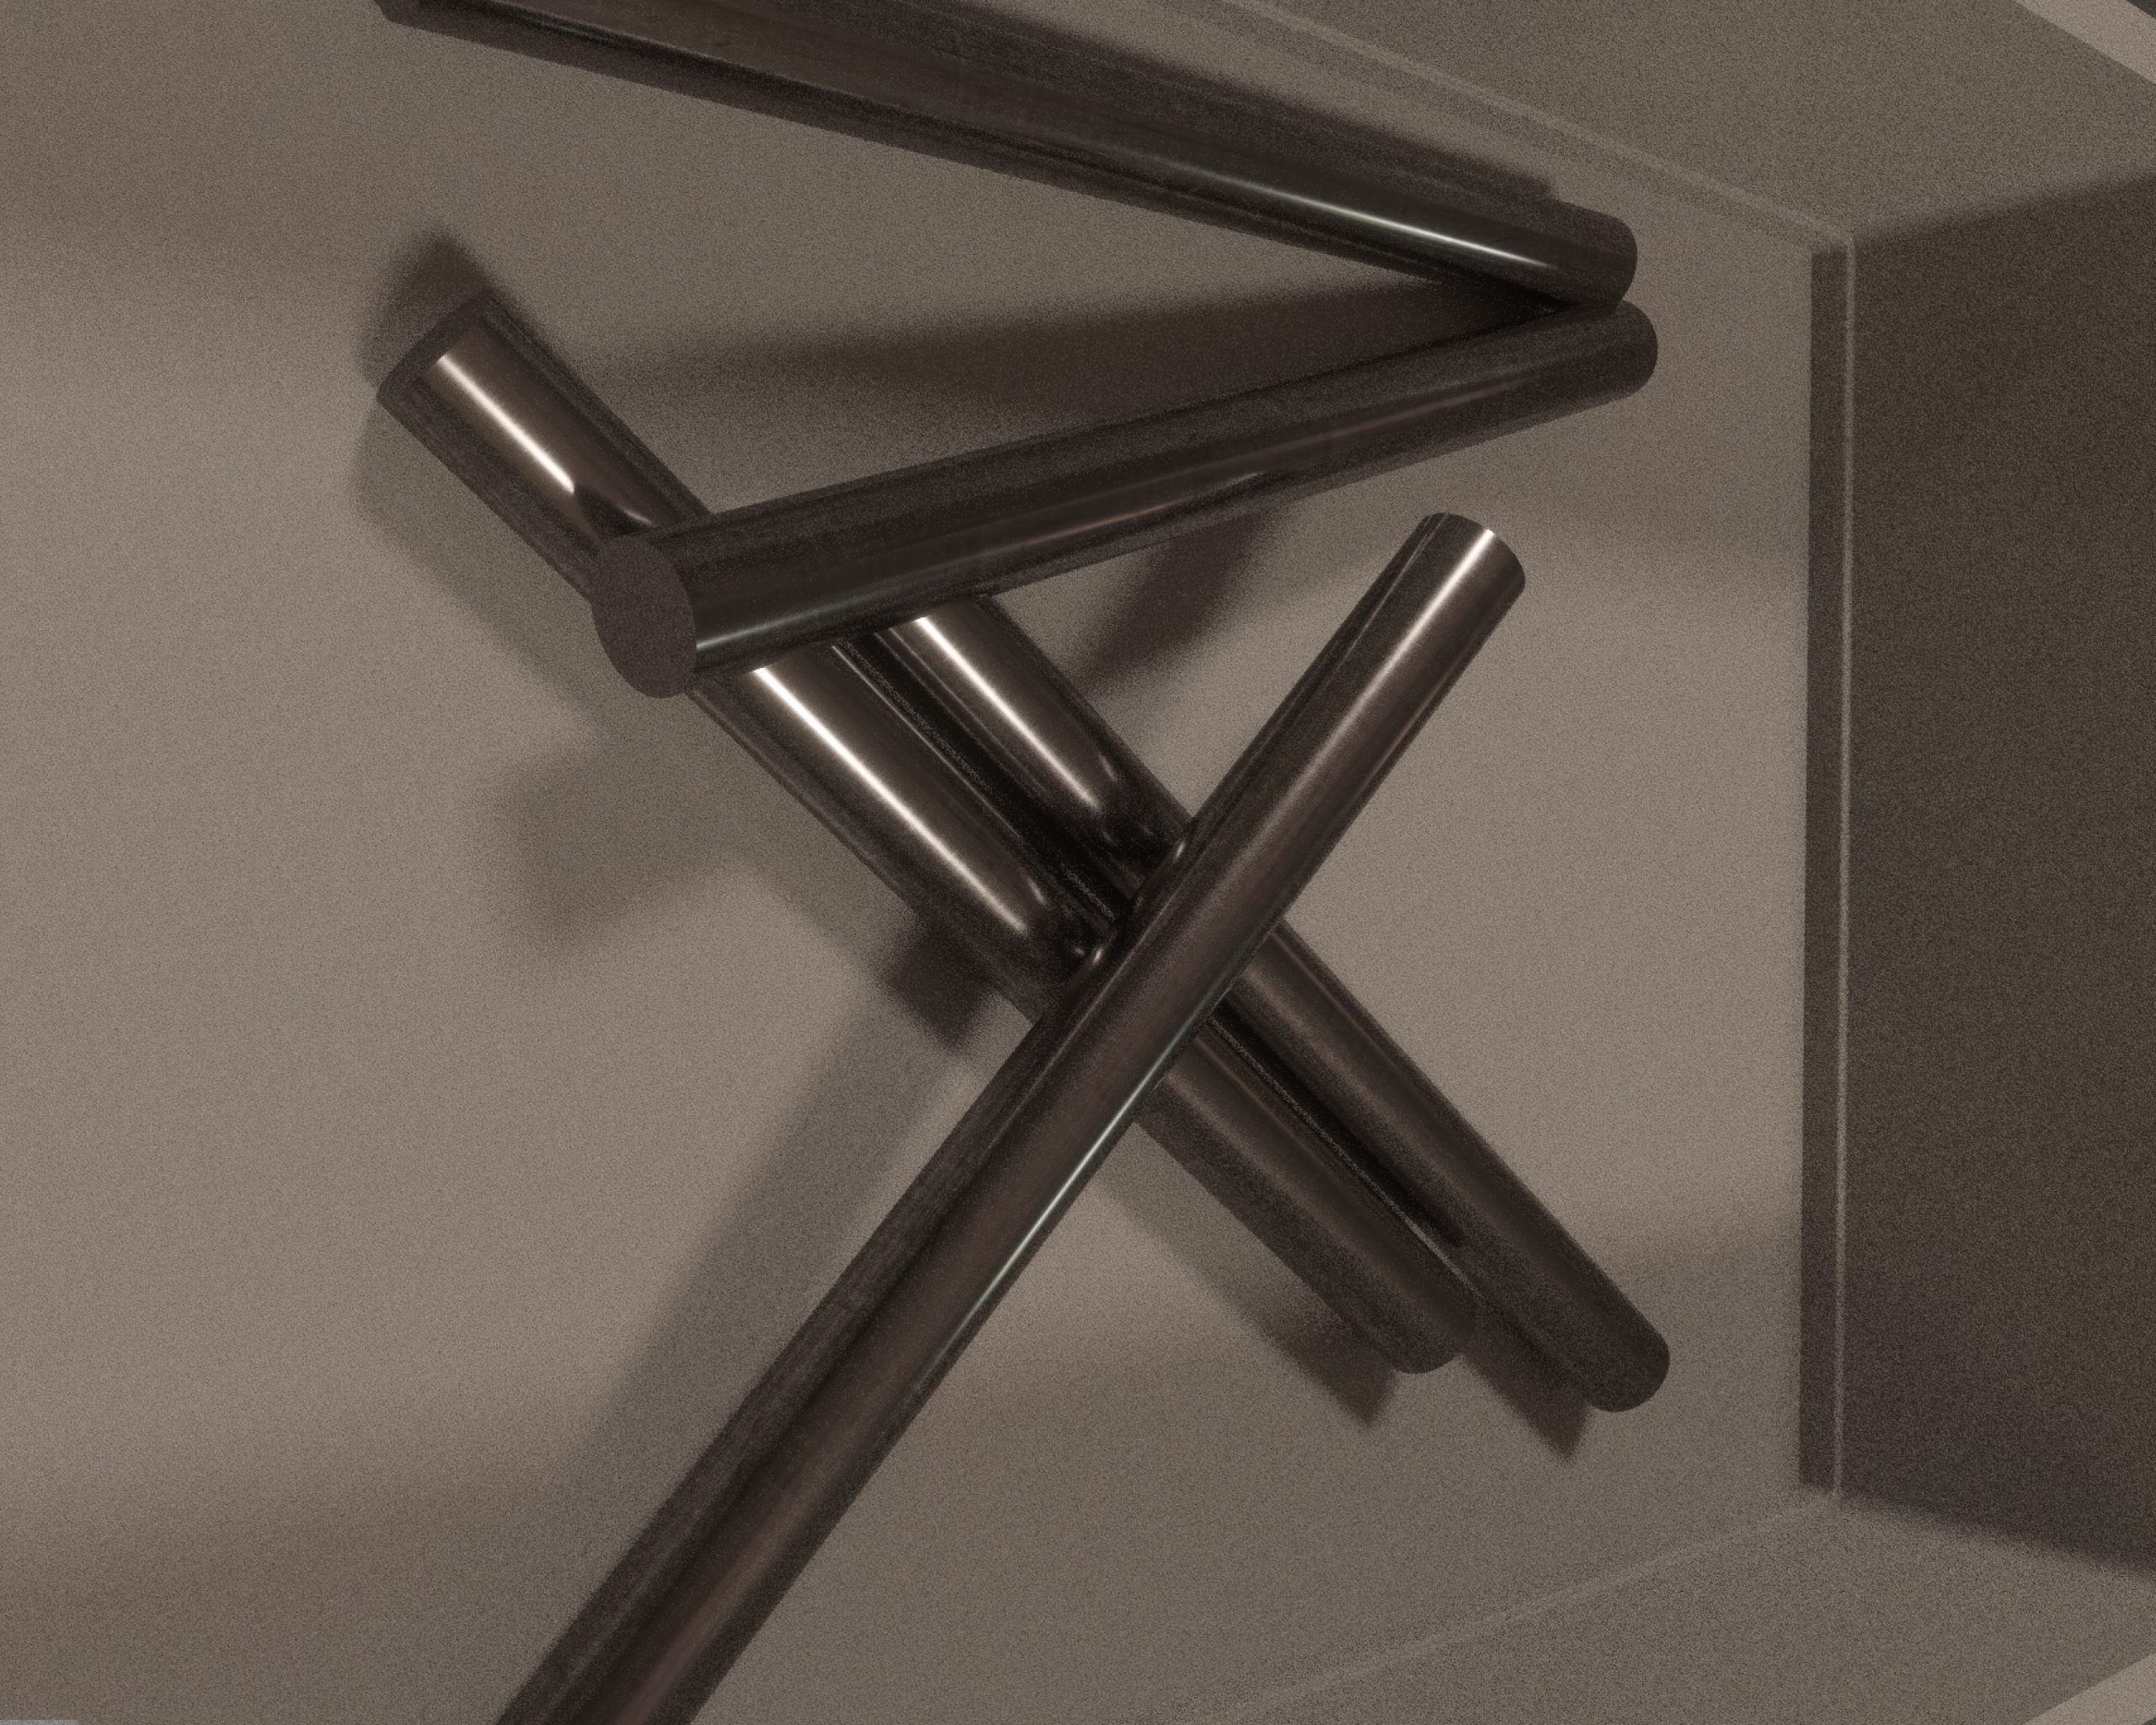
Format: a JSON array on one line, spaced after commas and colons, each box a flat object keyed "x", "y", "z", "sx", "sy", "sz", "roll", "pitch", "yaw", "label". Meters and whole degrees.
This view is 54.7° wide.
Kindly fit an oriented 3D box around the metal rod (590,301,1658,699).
[{"x": 0.034, "y": -0.082, "z": 0.416, "sx": 0.302, "sy": 0.025, "sz": 0.025, "roll": -25, "pitch": 106, "yaw": -44, "label": "metal rod"}]

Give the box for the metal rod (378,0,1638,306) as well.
[{"x": 0.012, "y": -0.144, "z": 0.417, "sx": 0.302, "sy": 0.025, "sz": 0.025, "roll": -1, "pitch": 91, "yaw": -40, "label": "metal rod"}]

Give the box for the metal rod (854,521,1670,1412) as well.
[{"x": 0.047, "y": 0.034, "z": 0.448, "sx": 0.300, "sy": 0.025, "sz": 0.025, "roll": 46, "pitch": 62, "yaw": -31, "label": "metal rod"}]

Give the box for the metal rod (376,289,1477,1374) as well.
[{"x": -0.010, "y": 0.013, "z": 0.399, "sx": 0.300, "sy": 0.025, "sz": 0.025, "roll": 46, "pitch": 62, "yaw": -31, "label": "metal rod"}]

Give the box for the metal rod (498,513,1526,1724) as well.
[{"x": -0.009, "y": 0.051, "z": 0.374, "sx": 0.300, "sy": 0.025, "sz": 0.025, "roll": -52, "pitch": 121, "yaw": -18, "label": "metal rod"}]
